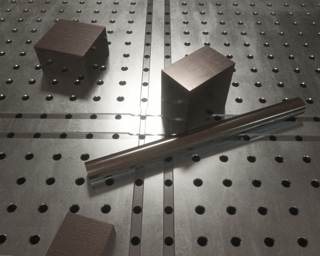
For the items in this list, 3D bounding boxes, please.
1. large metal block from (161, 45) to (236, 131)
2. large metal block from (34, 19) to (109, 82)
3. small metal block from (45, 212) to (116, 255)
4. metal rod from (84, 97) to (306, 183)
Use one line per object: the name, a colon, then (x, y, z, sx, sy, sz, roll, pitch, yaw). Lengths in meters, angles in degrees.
large metal block: (0.048, -0.052, 0.416, 0.080, 0.080, 0.050, -33, 58, -25)
large metal block: (-0.137, -0.125, 0.495, 0.080, 0.050, 0.080, 13, 51, 10)
small metal block: (-0.078, 0.118, 0.308, 0.050, 0.025, 0.050, 13, 51, 10)
metal rod: (0.056, 0.010, 0.399, 0.302, 0.025, 0.025, -17, 52, -14)
